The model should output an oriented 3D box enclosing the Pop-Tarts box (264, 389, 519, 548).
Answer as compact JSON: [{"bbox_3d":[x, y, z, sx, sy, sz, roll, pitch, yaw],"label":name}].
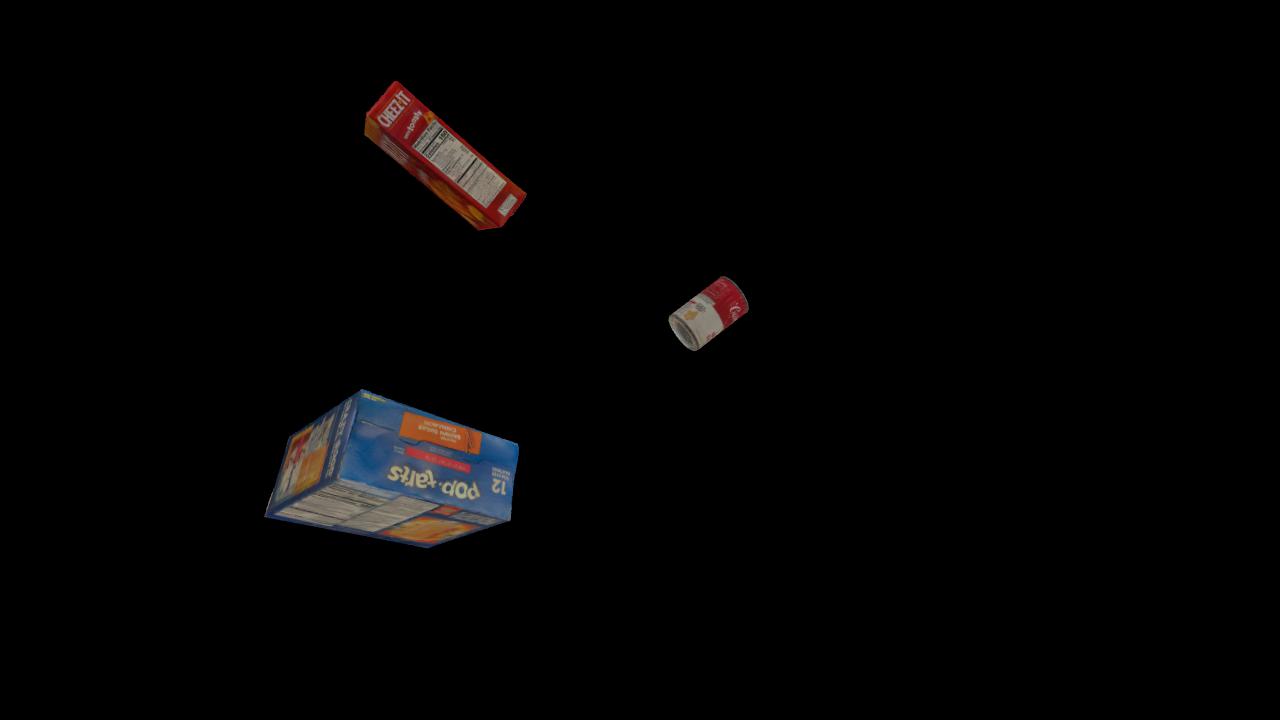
[{"bbox_3d":[-0.225,0.110,0.576,0.141,0.083,0.167,-25,-37,34],"label":"Pop-Tarts box"}]

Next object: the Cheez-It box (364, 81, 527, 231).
[{"bbox_3d":[-0.290,-0.288,0.906,0.223,0.071,0.166,40,-9,-26],"label":"Cheez-It box"}]

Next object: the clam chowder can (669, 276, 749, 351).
[{"bbox_3d":[0.101,-0.068,0.913,0.102,0.068,0.068,-37,9,-12],"label":"clam chowder can"}]
